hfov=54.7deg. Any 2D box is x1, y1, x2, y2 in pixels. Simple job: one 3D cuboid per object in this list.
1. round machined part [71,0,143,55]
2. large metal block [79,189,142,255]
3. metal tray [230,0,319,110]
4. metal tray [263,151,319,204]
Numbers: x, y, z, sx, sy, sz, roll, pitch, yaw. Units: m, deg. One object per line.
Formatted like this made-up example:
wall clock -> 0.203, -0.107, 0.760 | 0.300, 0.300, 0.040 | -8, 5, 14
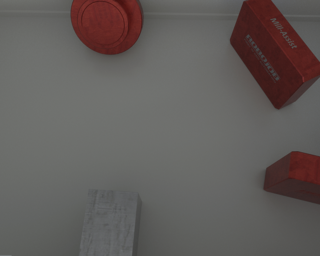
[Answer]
round machined part -> -0.073, -0.147, 0.422 | 0.099, 0.097, 0.042 | 4, 32, 1
large metal block -> -0.050, 0.114, 0.338 | 0.050, 0.080, 0.080 | 4, 70, 1
metal tray -> 0.148, -0.099, 0.413 | 0.030, 0.090, 0.130 | -26, 72, -9
metal tray -> 0.198, 0.066, 0.353 | 0.131, 0.090, 0.030 | 13, 71, 4
